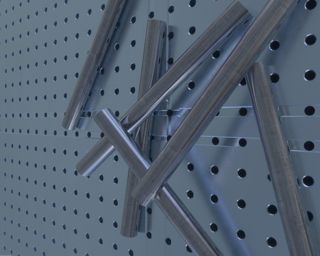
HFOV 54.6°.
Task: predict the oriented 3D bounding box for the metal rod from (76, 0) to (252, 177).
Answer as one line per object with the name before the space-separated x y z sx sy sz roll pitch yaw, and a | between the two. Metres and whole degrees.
metal rod | -0.010 -0.035 0.391 0.299 0.025 0.025 -44 64 22

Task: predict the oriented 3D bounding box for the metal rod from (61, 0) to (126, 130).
metal rod | -0.097 -0.127 0.490 0.025 0.025 0.298 41 115 32

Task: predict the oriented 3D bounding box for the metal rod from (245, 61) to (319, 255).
metal rod | 0.129 0.079 0.303 0.025 0.025 0.299 -19 78 38

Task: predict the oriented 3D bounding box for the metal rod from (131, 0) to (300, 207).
metal rod | 0.063 -0.041 0.317 0.025 0.025 0.299 42 103 32

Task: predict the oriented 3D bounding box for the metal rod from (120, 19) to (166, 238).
metal rod | -0.024 0.005 0.430 0.025 0.025 0.298 13 98 39

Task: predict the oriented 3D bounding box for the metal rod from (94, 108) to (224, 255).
metal rod | 0.018 0.096 0.358 0.300 0.025 0.025 51 121 14
